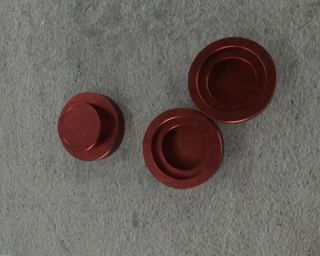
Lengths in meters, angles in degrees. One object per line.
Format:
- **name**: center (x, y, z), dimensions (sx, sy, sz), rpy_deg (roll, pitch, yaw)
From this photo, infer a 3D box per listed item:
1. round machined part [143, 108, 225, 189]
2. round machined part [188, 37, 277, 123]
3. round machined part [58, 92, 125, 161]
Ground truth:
- **round machined part**: center (0.032, 0.024, 0.389), dimensions (0.098, 0.042, 0.097), rpy_deg (0, 90, 20)
- **round machined part**: center (0.086, -0.053, 0.367), dimensions (0.098, 0.042, 0.097), rpy_deg (-1, 86, 18)
- **round machined part**: center (-0.103, -0.002, 0.436), dimensions (0.098, 0.042, 0.097), rpy_deg (0, 90, 20)
